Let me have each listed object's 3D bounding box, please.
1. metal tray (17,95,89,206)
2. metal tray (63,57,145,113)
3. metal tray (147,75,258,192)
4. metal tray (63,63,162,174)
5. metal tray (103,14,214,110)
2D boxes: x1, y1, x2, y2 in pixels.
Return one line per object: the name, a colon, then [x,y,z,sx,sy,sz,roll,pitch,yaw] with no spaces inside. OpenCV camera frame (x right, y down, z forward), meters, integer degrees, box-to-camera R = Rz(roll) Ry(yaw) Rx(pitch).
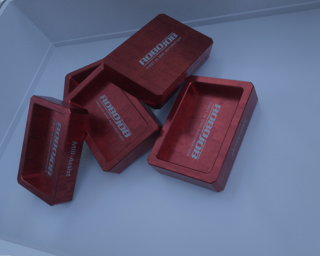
metal tray: [-0.148,0.028,0.421,0.090,0.030,0.129,19,100,35]
metal tray: [-0.089,-0.065,0.485,0.130,0.030,0.090,-19,54,16]
metal tray: [0.052,0.001,0.371,0.090,0.030,0.130,13,68,33]
metal tray: [-0.064,-0.016,0.414,0.090,0.030,0.130,-41,66,8]
metal tray: [0.000,-0.093,0.412,0.090,0.030,0.131,33,59,15]
